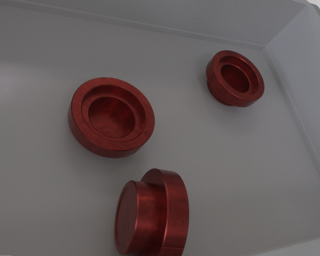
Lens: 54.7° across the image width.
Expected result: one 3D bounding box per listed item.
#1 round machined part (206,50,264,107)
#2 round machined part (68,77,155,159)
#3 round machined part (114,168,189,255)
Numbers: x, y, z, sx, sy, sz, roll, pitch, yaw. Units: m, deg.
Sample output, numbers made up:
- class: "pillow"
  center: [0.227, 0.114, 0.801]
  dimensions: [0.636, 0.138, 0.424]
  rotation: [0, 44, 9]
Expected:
- class: "round machined part"
  center: [0.116, -0.075, 0.503]
  dimensions: [0.099, 0.042, 0.098]
  rotation: [14, 56, -21]
- class: "round machined part"
  center: [-0.059, -0.008, 0.368]
  dimensions: [0.099, 0.042, 0.098]
  rotation: [14, 56, -21]
- class: "round machined part"
  center: [-0.014, 0.087, 0.298]
  dimensions: [0.042, 0.097, 0.098]
  rotation: [13, 56, -21]
